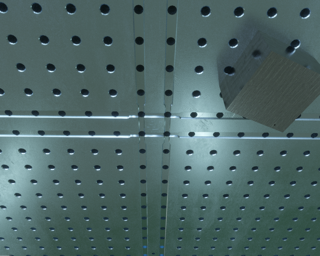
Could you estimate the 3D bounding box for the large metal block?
[{"bbox_3d":[0.127,-0.051,0.354,0.080,0.050,0.079,20,127,-17],"label":"large metal block"}]
